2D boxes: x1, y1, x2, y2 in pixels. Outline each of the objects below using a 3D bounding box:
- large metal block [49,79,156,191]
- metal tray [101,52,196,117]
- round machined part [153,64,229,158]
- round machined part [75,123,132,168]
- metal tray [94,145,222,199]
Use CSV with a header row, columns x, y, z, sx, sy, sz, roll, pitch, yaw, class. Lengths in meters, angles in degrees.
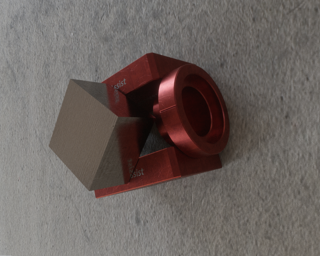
x,y,z,sx,sy,sz,roll,pitch,yaw,class
-0.062,0.005,0.319,0.080,0.050,0.079,36,112,33,large metal block
-0.026,-0.044,0.385,0.130,0.091,0.030,-23,76,37,metal tray
0.030,-0.015,0.332,0.042,0.099,0.098,-20,78,38,round machined part
-0.067,0.023,0.411,0.042,0.099,0.098,-20,78,38,round machined part
-0.006,0.051,0.365,0.130,0.091,0.030,-22,76,37,metal tray
